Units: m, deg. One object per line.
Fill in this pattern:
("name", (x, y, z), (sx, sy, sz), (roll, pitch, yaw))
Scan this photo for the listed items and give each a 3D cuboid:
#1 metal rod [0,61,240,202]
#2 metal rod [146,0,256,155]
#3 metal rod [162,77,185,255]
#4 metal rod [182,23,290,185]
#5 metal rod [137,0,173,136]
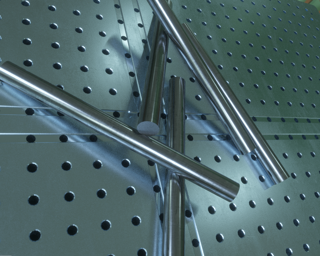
("metal rod", (-0.045, 0.006, 0.360), (0.301, 0.025, 0.025), (28, 52, -3))
("metal rod", (0.054, -0.094, 0.461), (0.025, 0.025, 0.299), (-32, 91, -38))
("metal rod", (0.019, 0.057, 0.384), (0.025, 0.025, 0.300), (16, 55, -20))
("metal rod", (0.110, -0.047, 0.498), (0.025, 0.025, 0.299), (-19, 72, -36))
("metal rod", (-0.002, -0.108, 0.447), (0.025, 0.025, 0.300), (21, 45, -16))
